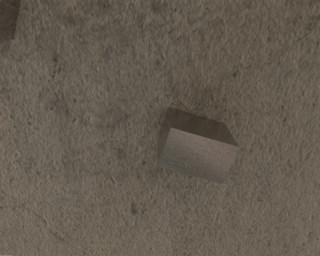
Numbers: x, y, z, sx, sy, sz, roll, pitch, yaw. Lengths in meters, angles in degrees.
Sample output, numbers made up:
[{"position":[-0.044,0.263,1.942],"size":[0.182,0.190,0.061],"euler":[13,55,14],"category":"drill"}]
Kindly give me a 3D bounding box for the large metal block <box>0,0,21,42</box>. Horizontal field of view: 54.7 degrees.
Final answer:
[{"position":[-0.204,-0.148,0.339],"size":[0.080,0.050,0.079],"euler":[19,109,-7],"category":"large metal block"}]

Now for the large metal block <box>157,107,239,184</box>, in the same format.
[{"position":[0.043,0.019,0.388],"size":[0.080,0.080,0.050],"euler":[16,109,-6],"category":"large metal block"}]
